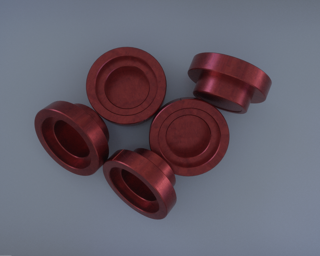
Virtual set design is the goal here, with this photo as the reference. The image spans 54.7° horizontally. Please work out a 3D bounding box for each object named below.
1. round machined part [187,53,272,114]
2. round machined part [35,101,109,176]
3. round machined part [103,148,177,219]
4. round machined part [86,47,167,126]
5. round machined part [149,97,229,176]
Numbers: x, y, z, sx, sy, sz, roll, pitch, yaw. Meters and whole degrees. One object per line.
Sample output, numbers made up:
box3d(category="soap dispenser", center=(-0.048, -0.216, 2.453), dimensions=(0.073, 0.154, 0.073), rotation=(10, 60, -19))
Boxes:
box3d(category="round machined part", center=(0.079, -0.049, 0.374), dimensions=(0.098, 0.098, 0.042), rotation=(22, 85, 0))
box3d(category="round machined part", center=(-0.103, 0.009, 0.385), dimensions=(0.098, 0.097, 0.042), rotation=(42, 46, 0))
box3d(category="round machined part", center=(-0.020, 0.063, 0.384), dimensions=(0.098, 0.098, 0.042), rotation=(44, 56, 0))
box3d(category="round machined part", center=(-0.041, -0.050, 0.399), dimensions=(0.099, 0.042, 0.097), rotation=(0, 83, -1))
box3d(category="round machined part", center=(0.035, 0.009, 0.397), dimensions=(0.099, 0.042, 0.097), rotation=(-1, 102, -2))
